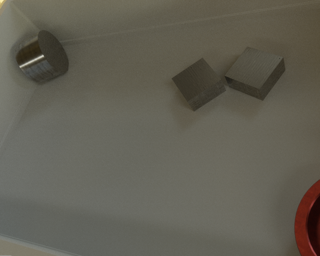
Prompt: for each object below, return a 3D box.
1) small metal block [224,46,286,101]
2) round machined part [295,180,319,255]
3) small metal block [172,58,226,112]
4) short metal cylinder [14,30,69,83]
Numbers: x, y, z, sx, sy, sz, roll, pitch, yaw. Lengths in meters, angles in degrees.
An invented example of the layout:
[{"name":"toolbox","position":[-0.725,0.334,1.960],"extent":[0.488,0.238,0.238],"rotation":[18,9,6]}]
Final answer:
[{"name":"small metal block","position":[0.118,-0.068,0.385],"extent":[0.050,0.025,0.050],"rotation":[31,79,37]},{"name":"round machined part","position":[0.163,0.083,0.243],"extent":[0.098,0.042,0.098],"rotation":[-37,36,33]},{"name":"small metal block","position":[0.051,-0.058,0.414],"extent":[0.050,0.025,0.050],"rotation":[-33,52,6]},{"name":"short metal cylinder","position":[-0.211,-0.128,0.556],"extent":[0.050,0.080,0.080],"rotation":[-21,54,16]}]
